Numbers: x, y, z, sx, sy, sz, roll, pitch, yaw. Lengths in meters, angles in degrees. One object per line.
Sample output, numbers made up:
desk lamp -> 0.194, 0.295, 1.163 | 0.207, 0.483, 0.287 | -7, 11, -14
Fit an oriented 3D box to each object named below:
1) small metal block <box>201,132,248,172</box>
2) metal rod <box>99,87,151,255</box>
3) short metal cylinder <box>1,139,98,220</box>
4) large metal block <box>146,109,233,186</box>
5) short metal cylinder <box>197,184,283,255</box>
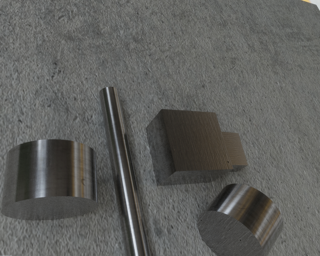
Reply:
small metal block -> 0.089, 0.033, 0.434 | 0.050, 0.025, 0.050 | 5, 60, -26
metal rod -> -0.033, 0.086, 0.334 | 0.025, 0.025, 0.299 | 1, 62, -28
short metal cylinder -> -0.099, 0.050, 0.285 | 0.081, 0.080, 0.050 | 5, 60, -26
large metal block -> 0.035, 0.025, 0.393 | 0.081, 0.050, 0.080 | 2, 61, -28
short metal cylinder -> 0.090, 0.111, 0.351 | 0.080, 0.080, 0.050 | 49, 51, 6
